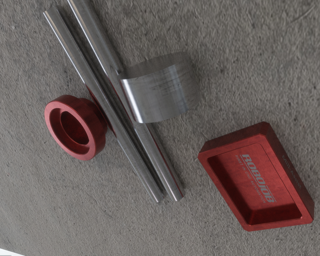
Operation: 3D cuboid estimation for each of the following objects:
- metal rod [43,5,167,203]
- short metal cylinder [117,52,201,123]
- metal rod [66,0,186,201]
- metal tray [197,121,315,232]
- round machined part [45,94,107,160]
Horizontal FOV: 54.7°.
[{"bbox_3d":[-0.068,-0.021,0.429,0.025,0.025,0.299,-16,110,34],"label":"metal rod"},{"bbox_3d":[-0.001,-0.046,0.343,0.080,0.080,0.050,-6,116,31],"label":"short metal cylinder"},{"bbox_3d":[-0.037,-0.029,0.408,0.025,0.025,0.299,-14,112,34],"label":"metal rod"},{"bbox_3d":[0.118,0.065,0.381,0.090,0.030,0.130,-24,106,36],"label":"metal tray"},{"bbox_3d":[-0.115,-0.005,0.447,0.098,0.042,0.097,21,132,26],"label":"round machined part"}]
